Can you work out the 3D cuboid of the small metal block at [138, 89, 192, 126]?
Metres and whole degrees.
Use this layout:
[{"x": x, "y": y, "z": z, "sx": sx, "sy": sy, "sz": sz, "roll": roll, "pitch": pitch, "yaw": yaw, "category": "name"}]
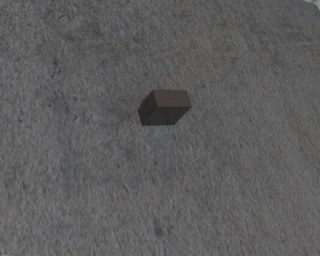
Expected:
[{"x": 0.006, "y": -0.026, "z": 0.408, "sx": 0.050, "sy": 0.050, "sz": 0.025, "roll": -2, "pitch": 63, "yaw": -30, "category": "small metal block"}]
